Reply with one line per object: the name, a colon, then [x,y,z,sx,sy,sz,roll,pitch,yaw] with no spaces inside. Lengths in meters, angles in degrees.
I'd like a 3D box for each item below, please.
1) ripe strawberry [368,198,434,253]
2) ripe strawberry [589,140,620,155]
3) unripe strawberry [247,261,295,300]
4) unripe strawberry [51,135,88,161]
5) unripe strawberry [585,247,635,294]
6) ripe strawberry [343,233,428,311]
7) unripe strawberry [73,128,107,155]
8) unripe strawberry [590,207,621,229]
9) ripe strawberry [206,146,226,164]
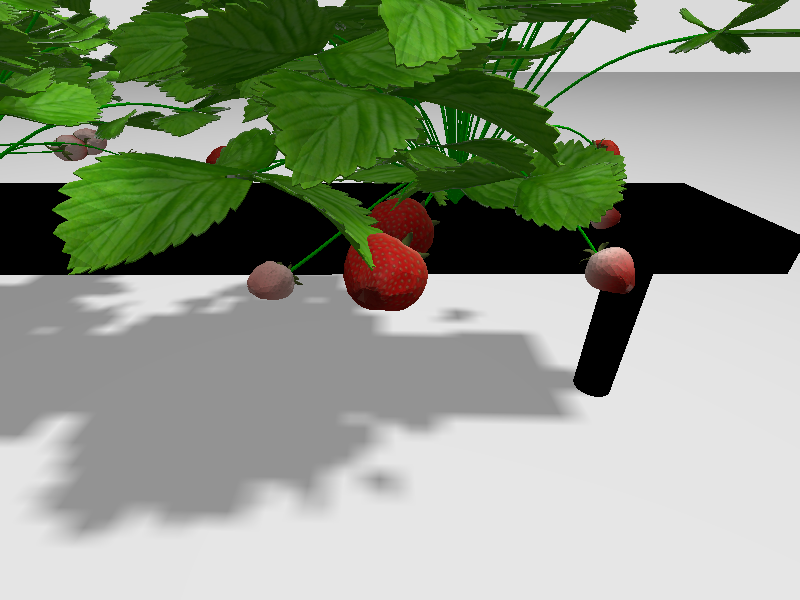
ripe strawberry: [-0.003,-0.037,0.237,0.042,0.044,0.046,12,34,19]
ripe strawberry: [0.230,-0.163,0.452,0.033,0.033,0.036,0,25,-38]
unripe strawberry: [-0.068,-0.009,0.209,0.024,0.021,0.022,20,37,29]
unripe strawberry: [-0.405,-0.188,0.493,0.036,0.031,0.036,-1,31,-1]
unripe strawberry: [0.116,-0.015,0.218,0.024,0.026,0.025,-12,-40,-19]
ripe strawberry: [-0.009,-0.012,0.197,0.043,0.037,0.043,10,33,16]
unripe strawberry: [-0.405,-0.209,0.527,0.036,0.033,0.033,-1,31,-1]
unripe strawberry: [0.153,-0.062,0.299,0.022,0.019,0.022,18,36,26]
ripe strawberry: [-0.182,-0.139,0.412,0.038,0.037,0.035,9,32,16]
